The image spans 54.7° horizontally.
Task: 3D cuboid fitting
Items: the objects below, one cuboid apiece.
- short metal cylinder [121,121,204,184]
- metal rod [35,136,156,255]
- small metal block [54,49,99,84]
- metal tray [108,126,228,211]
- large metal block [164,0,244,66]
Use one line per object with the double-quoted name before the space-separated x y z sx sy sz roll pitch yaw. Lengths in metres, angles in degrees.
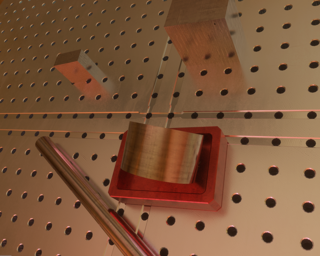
"short metal cylinder" 0.003 0.025 0.330 0.080 0.080 0.050 11 90 32
"metal rod" -0.087 0.092 0.395 0.300 0.025 0.025 35 81 38
"small metal block" -0.142 -0.104 0.528 0.050 0.050 0.025 -5 60 25
"metal tray" 0.009 0.046 0.370 0.130 0.030 0.090 -2 60 26
"large metal block" 0.063 -0.132 0.420 0.080 0.080 0.050 1 63 28
